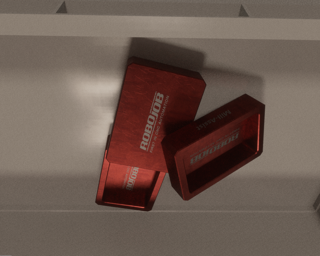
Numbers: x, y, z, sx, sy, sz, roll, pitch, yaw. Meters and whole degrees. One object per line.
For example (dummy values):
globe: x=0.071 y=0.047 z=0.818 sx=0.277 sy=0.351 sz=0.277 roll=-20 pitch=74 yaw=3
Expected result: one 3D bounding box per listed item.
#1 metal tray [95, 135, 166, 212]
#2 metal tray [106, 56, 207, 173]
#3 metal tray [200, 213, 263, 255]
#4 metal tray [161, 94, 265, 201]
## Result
metal tray: x=-0.043 y=0.071 z=0.465 sx=0.091 sy=0.030 sz=0.129 roll=10 pitch=129 yaw=-10
metal tray: x=-0.008 y=-0.012 z=0.375 sx=0.091 sy=0.030 sz=0.129 roll=12 pitch=115 yaw=-11
metal tray: x=0.141 y=0.219 z=0.598 sx=0.090 sy=0.030 sz=0.130 roll=-18 pitch=128 yaw=14
metal tray: x=0.071 y=0.024 z=0.386 sx=0.131 sy=0.030 sz=0.090 roll=-28 pitch=132 yaw=-17
